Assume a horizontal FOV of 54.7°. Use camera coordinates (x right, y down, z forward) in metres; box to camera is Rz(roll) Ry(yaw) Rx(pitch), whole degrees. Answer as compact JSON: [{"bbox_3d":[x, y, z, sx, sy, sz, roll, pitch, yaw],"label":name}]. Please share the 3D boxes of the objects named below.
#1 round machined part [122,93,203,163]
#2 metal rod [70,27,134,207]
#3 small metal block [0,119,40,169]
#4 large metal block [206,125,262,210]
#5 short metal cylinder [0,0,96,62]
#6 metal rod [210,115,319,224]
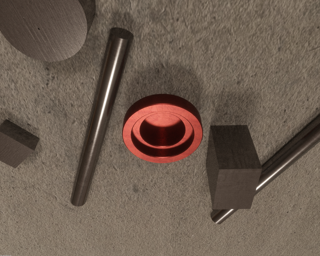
[{"bbox_3d":[0.003,-0.004,0.393,0.099,0.042,0.097,-1,130,0],"label":"round machined part"},{"bbox_3d":[-0.086,0.009,0.413,0.025,0.025,0.298,14,129,-12],"label":"metal rod"},{"bbox_3d":[-0.204,0.022,0.423,0.050,0.025,0.050,-37,122,27],"label":"small metal block"},{"bbox_3d":[0.095,0.052,0.417,0.050,0.080,0.079,-1,130,0],"label":"large metal block"},{"bbox_3d":[-0.106,-0.111,0.295,0.081,0.050,0.079,0,130,0],"label":"short metal cylinder"},{"bbox_3d":[0.171,0.058,0.458,0.025,0.025,0.298,23,126,-19],"label":"metal rod"}]
